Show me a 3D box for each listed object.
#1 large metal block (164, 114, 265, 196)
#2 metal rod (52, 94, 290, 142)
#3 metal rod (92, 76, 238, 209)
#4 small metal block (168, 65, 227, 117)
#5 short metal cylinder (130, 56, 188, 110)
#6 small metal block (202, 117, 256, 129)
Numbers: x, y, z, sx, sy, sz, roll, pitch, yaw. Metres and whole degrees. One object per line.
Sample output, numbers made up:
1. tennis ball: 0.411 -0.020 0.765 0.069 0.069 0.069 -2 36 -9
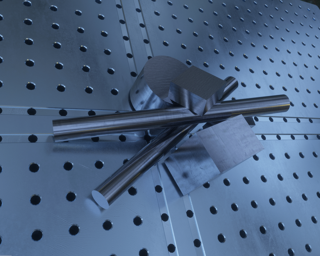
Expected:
1. large metal block: 0.065 0.033 0.382 0.081 0.080 0.050 -20 73 -36
2. metal rod: 0.027 -0.015 0.383 0.302 0.025 0.025 -7 65 -17
3. metal rod: 0.028 0.000 0.419 0.025 0.025 0.302 47 51 4
4. small metal block: 0.046 -0.047 0.383 0.050 0.025 0.050 31 48 21
5. short metal cylinder: 0.006 -0.051 0.422 0.081 0.050 0.080 14 55 -21
6. small metal block: 0.098 -0.003 0.442 0.050 0.050 0.025 -1 62 -27
